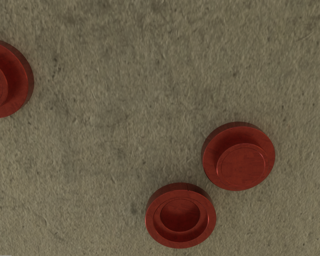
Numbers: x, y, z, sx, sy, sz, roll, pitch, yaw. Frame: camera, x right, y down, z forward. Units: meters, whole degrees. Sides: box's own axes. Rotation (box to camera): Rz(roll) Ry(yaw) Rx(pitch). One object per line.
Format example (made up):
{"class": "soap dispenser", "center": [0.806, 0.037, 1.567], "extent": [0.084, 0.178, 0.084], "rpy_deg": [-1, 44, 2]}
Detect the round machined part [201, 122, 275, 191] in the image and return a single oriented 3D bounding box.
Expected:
{"class": "round machined part", "center": [0.107, 0.044, 0.419], "extent": [0.099, 0.042, 0.097], "rpy_deg": [0, 110, -1]}

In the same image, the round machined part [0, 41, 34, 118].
{"class": "round machined part", "center": [-0.211, -0.057, 0.377], "extent": [0.099, 0.042, 0.097], "rpy_deg": [0, 110, -1]}

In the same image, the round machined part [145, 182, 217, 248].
{"class": "round machined part", "center": [0.029, 0.120, 0.446], "extent": [0.099, 0.042, 0.097], "rpy_deg": [0, 110, -1]}
